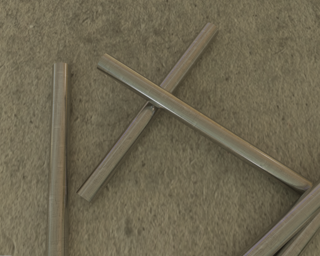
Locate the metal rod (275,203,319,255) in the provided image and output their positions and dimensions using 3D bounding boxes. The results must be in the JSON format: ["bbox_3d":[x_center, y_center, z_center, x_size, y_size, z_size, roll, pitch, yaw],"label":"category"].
[{"bbox_3d":[0.156,0.136,0.360,0.025,0.025,0.301,43,75,13],"label":"metal rod"}]

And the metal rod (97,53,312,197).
[{"bbox_3d":[0.053,-0.005,0.391,0.301,0.025,0.025,32,73,3],"label":"metal rod"}]

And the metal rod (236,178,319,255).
[{"bbox_3d":[0.160,0.099,0.357,0.301,0.025,0.025,-40,75,-7],"label":"metal rod"}]

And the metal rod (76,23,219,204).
[{"bbox_3d":[-0.007,-0.031,0.419,0.025,0.025,0.300,33,73,11],"label":"metal rod"}]

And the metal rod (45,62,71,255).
[{"bbox_3d":[-0.126,0.054,0.386,0.025,0.025,0.299,-4,70,-2],"label":"metal rod"}]
